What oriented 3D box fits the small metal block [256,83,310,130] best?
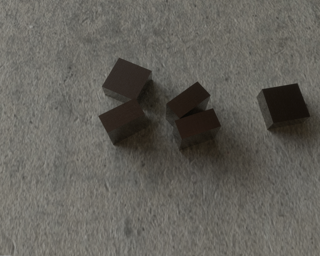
[{"bbox_3d":[0.166,-0.029,0.421,0.050,0.025,0.050,-10,70,-4],"label":"small metal block"}]

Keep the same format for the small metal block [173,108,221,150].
[{"bbox_3d":[0.045,0.003,0.394,0.050,0.050,0.025,-18,71,-7],"label":"small metal block"}]

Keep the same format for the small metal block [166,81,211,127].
[{"bbox_3d":[0.035,-0.027,0.405,0.050,0.050,0.025,-37,74,-12],"label":"small metal block"}]

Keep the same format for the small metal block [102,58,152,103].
[{"bbox_3d":[-0.045,-0.063,0.430,0.050,0.025,0.050,24,72,8],"label":"small metal block"}]

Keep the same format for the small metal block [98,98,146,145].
[{"bbox_3d":[-0.046,-0.007,0.397,0.050,0.050,0.025,-28,73,-10],"label":"small metal block"}]
